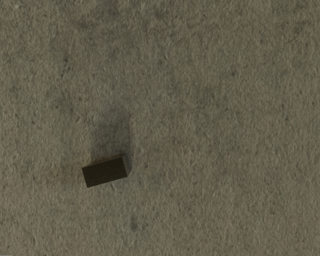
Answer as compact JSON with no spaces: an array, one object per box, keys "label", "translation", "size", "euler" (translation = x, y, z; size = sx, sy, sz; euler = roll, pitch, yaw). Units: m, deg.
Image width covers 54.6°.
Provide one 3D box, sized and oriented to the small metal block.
[{"label":"small metal block","translation":[-0.067,0.053,0.397],"size":[0.050,0.050,0.025],"euler":[-16,90,0]}]
